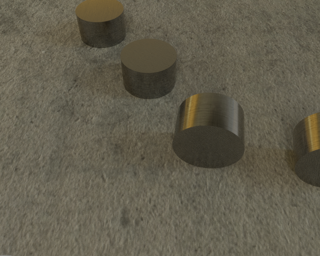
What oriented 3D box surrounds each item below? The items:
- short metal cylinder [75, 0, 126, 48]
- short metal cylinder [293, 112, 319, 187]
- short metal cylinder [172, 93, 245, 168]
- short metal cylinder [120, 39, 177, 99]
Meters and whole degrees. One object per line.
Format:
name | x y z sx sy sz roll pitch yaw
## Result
short metal cylinder | -0.102 -0.184 0.541 0.081 0.050 0.080 0 50 0
short metal cylinder | 0.194 0.026 0.349 0.080 0.080 0.050 10 51 8
short metal cylinder | 0.058 0.005 0.365 0.080 0.080 0.050 7 51 6
short metal cylinder | -0.016 -0.089 0.461 0.081 0.050 0.080 0 50 0
